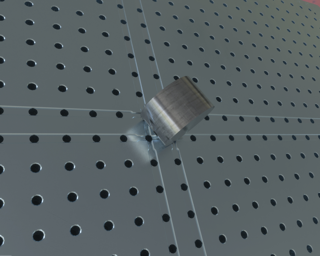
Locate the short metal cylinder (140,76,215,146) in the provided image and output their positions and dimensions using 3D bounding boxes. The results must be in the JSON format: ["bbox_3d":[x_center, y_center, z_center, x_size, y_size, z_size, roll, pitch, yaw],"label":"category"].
[{"bbox_3d":[0.022,-0.021,0.396,0.081,0.080,0.050,-32,79,-38],"label":"short metal cylinder"}]
